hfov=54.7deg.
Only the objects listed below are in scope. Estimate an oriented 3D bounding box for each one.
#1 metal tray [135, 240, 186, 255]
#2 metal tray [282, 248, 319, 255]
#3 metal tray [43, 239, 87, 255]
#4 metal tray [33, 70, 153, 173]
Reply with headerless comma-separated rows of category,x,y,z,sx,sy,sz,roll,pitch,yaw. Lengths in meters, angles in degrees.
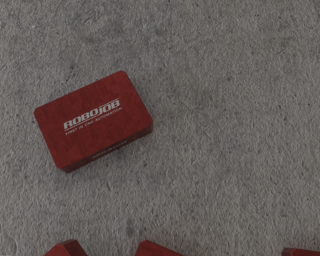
metal tray,-0.003,0.200,0.332,0.090,0.030,0.130,21,71,7
metal tray,0.203,0.187,0.338,0.131,0.030,0.090,8,70,2
metal tray,-0.117,0.191,0.315,0.130,0.030,0.090,-42,74,3
metal tray,-0.086,-0.010,0.408,0.131,0.030,0.090,-26,72,-10
